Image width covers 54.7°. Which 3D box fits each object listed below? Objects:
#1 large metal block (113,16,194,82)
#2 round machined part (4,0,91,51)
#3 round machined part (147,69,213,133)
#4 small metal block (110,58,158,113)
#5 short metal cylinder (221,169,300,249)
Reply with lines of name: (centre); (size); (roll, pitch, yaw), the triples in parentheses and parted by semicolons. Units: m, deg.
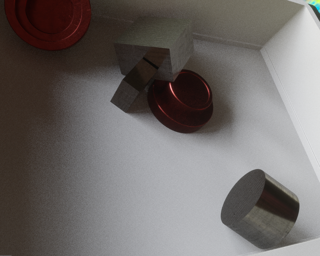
large metal block: (-0.005, -0.113, 0.433); (0.080, 0.050, 0.080); (12, 47, 22)
round machined part: (-0.137, -0.147, 0.390); (0.099, 0.042, 0.097); (-3, 102, -12)
round machined part: (0.035, -0.045, 0.443); (0.099, 0.042, 0.098); (14, 56, -21)
small metal block: (-0.035, -0.055, 0.406); (0.025, 0.050, 0.050); (37, 51, -4)
short metal cylinder: (0.120, 0.097, 0.378); (0.050, 0.080, 0.080); (36, 51, -5)
